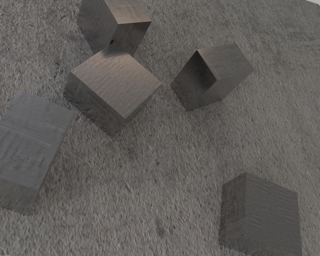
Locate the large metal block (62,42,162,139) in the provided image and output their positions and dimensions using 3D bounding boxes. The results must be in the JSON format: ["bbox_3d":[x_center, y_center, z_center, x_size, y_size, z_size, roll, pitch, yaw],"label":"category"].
[{"bbox_3d":[-0.058,-0.048,0.385,0.080,0.050,0.080,41,51,0],"label":"large metal block"}]

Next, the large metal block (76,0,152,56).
[{"bbox_3d":[-0.066,-0.144,0.421,0.050,0.080,0.080,-19,72,-35],"label":"large metal block"}]

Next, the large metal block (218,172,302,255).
[{"bbox_3d":[0.124,0.112,0.386,0.080,0.050,0.080,23,53,-14],"label":"large metal block"}]

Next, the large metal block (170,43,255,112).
[{"bbox_3d":[0.075,-0.074,0.454,0.081,0.080,0.050,-20,72,-35],"label":"large metal block"}]

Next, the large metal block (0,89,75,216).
[{"bbox_3d":[-0.125,0.026,0.286,0.050,0.080,0.080,24,53,-14],"label":"large metal block"}]
